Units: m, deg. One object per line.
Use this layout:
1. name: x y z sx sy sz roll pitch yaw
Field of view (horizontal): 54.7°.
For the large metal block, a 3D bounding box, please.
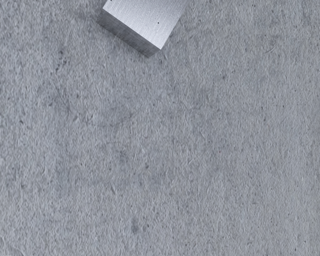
1. large metal block: -0.021 -0.148 0.388 0.080 0.050 0.080 32 80 -17
